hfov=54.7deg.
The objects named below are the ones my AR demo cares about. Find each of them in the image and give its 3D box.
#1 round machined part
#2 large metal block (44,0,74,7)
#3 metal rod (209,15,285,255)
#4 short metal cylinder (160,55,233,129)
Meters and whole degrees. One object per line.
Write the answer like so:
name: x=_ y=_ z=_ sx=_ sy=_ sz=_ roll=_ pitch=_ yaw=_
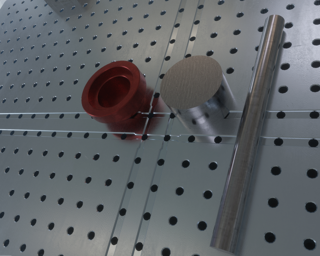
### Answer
round machined part: x=-0.064 y=-0.049 z=0.461 sx=0.098 sy=0.042 sz=0.098 roll=-13 pitch=56 yaw=21
large metal block: x=-0.229 y=-0.337 z=0.719 sx=0.080 sy=0.050 sz=0.080 roll=-3 pitch=60 yaw=26
metal rod: x=0.107 y=-0.011 z=0.358 sx=0.025 sy=0.025 sz=0.300 roll=6 pitch=64 yaw=31
short metal cylinder: x=0.047 y=-0.045 z=0.395 sx=0.080 sy=0.050 sz=0.080 roll=-13 pitch=56 yaw=21
